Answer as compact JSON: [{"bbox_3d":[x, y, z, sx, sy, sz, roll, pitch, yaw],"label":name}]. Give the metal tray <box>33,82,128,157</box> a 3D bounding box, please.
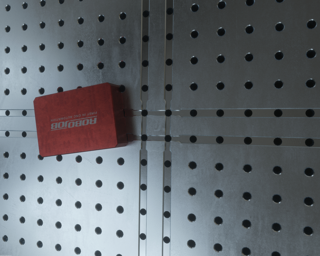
[{"bbox_3d":[-0.117,-0.009,0.450,0.130,0.030,0.089,-8,87,19],"label":"metal tray"}]
